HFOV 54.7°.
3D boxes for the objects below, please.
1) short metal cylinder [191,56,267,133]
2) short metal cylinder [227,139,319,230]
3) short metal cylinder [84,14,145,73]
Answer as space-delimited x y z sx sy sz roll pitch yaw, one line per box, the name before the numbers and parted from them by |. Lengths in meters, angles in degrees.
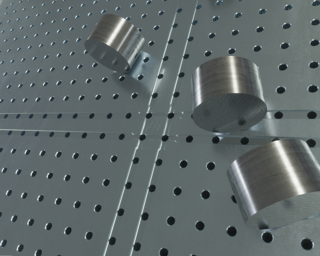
short metal cylinder | 0.076 -0.036 0.354 0.080 0.080 0.050 -13 57 21
short metal cylinder | 0.108 0.053 0.283 0.080 0.080 0.050 -24 53 13
short metal cylinder | -0.071 -0.132 0.489 0.080 0.080 0.050 16 70 34
